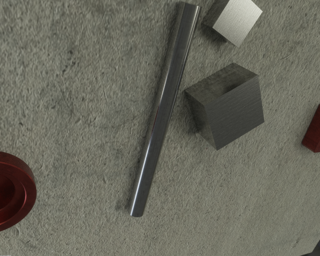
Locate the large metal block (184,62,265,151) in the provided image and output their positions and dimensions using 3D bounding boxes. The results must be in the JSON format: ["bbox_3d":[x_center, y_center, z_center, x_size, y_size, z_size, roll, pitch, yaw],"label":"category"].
[{"bbox_3d":[0.089,-0.029,0.421,0.080,0.050,0.080,-30,129,-9],"label":"large metal block"}]

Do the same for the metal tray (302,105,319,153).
[{"bbox_3d":[0.340,-0.002,0.587,0.131,0.030,0.089,-2,120,-28],"label":"metal tray"}]

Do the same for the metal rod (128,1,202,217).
[{"bbox_3d":[-0.001,-0.006,0.402,0.025,0.025,0.298,1,118,-29],"label":"metal rod"}]

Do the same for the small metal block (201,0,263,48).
[{"bbox_3d":[0.086,-0.133,0.372,0.050,0.025,0.050,23,106,-37],"label":"small metal block"}]

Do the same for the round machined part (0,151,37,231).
[{"bbox_3d":[-0.188,0.065,0.333,0.099,0.042,0.097,-14,124,-21],"label":"round machined part"}]
